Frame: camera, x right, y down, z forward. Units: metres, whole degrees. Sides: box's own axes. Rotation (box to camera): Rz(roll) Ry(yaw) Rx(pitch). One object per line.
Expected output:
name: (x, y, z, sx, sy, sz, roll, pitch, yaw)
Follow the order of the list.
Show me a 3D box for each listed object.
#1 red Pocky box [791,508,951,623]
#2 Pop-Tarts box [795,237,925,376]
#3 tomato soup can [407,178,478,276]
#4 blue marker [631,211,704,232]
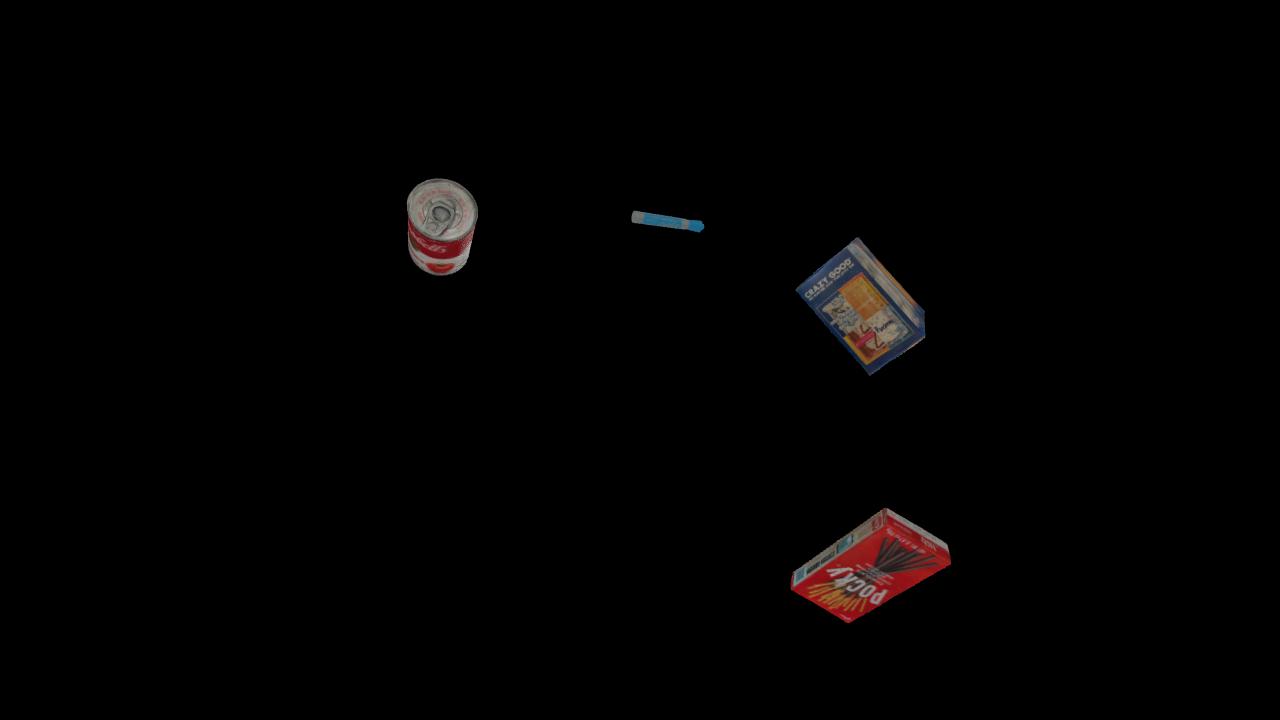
red Pocky box: (0.240, 0.222, 0.653, 0.083, 0.155, 0.028, 30, 37, -7)
Pop-Tarts box: (0.290, -0.076, 0.800, 0.083, 0.141, 0.167, -42, -4, 27)
tomato soup can: (-0.210, -0.137, 0.649, 0.068, 0.068, 0.101, 0, -13, -20)
blue marker: (0.046, -0.219, 0.977, 0.121, 0.020, 0.020, 4, -1, -20)
